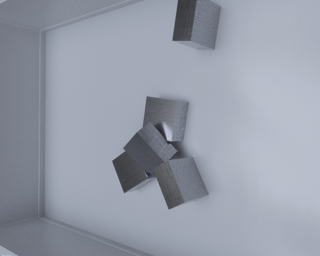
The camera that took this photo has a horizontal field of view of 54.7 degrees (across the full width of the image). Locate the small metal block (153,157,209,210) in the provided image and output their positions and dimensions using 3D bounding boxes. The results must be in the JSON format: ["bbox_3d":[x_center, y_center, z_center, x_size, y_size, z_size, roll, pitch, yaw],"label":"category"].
[{"bbox_3d":[0.025,0.064,0.368,0.025,0.050,0.050,-34,69,34],"label":"small metal block"}]

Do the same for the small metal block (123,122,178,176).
[{"bbox_3d":[-0.014,0.028,0.394,0.050,0.025,0.050,47,143,2],"label":"small metal block"}]

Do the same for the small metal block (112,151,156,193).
[{"bbox_3d":[-0.035,0.057,0.433,0.050,0.025,0.050,-36,68,34],"label":"small metal block"}]

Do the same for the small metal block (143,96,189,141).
[{"bbox_3d":[0.006,-0.013,0.400,0.050,0.025,0.050,13,98,39],"label":"small metal block"}]

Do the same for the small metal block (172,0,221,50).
[{"bbox_3d":[0.043,-0.119,0.354,0.025,0.050,0.050,13,99,39],"label":"small metal block"}]
